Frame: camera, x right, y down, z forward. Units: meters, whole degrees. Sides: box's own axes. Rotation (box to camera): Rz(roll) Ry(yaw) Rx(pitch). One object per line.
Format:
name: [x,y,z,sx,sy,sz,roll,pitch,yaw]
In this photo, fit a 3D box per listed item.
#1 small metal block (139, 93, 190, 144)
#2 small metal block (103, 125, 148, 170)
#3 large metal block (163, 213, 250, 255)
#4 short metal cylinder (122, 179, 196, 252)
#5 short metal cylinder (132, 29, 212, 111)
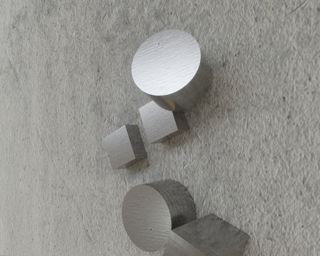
small metal block: [0.005,-0.012,0.401,0.050,0.025,0.050,-27,73,36]
small metal block: [-0.050,0.028,0.447,0.050,0.025,0.050,-30,72,36]
large metal block: [0.045,0.147,0.332,0.050,0.081,0.079,24,105,37]
short metal cylinder: [-0.002,0.108,0.390,0.080,0.050,0.080,0,90,40]
short metal cylinder: [0.015,-0.065,0.358,0.080,0.050,0.080,-7,70,20]
